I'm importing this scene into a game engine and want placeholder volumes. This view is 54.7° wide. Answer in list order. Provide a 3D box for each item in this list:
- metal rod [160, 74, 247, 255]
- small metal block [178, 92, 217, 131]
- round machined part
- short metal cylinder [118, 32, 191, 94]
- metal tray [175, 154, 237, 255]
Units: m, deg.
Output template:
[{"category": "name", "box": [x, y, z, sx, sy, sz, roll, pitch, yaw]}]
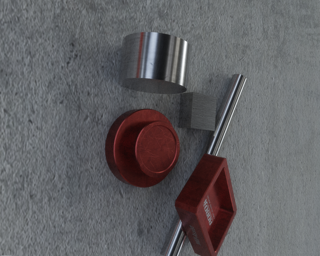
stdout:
[{"category": "metal rod", "box": [0.072, 0.046, 0.464, 0.025, 0.025, 0.300, 39, 66, -33]}, {"category": "small metal block", "box": [0.055, -0.023, 0.451, 0.050, 0.025, 0.050, 7, 86, -40]}, {"category": "round machined part", "box": [-0.014, 0.025, 0.382, 0.099, 0.042, 0.097, 0, 90, -40]}, {"category": "short metal cylinder", "box": [-0.006, -0.073, 0.363, 0.081, 0.080, 0.050, 10, 84, -40]}, {"category": "metal tray", "box": [0.069, 0.110, 0.428, 0.090, 0.030, 0.129, -53, 139, -33]}]
